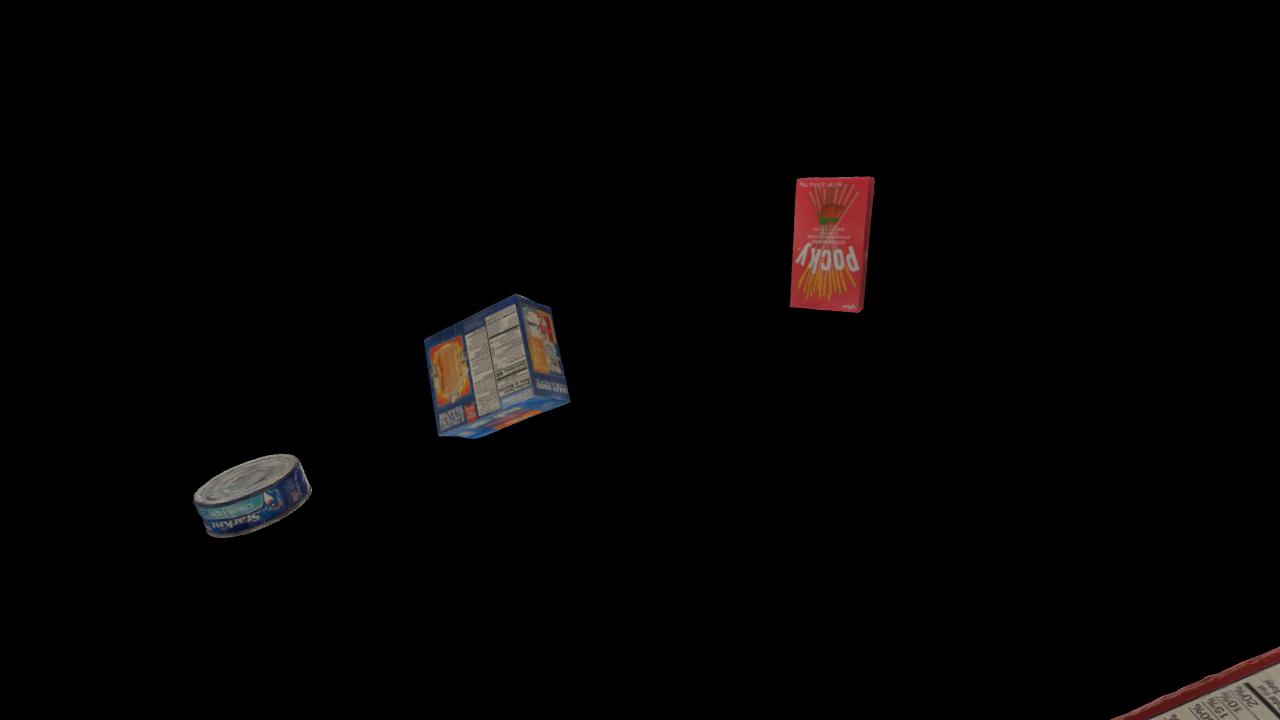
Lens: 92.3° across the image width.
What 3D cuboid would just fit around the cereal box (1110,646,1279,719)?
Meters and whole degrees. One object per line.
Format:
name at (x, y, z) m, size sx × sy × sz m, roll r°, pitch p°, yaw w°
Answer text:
cereal box at (0.195, 0.176, 0.198) m, size 0.306 × 0.203 × 0.081 m, roll -33°, pitch 36°, yaw 10°

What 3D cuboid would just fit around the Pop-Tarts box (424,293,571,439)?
Pop-Tarts box at (-0.193, 0.013, 0.822) m, size 0.167 × 0.141 × 0.083 m, roll -22°, pitch -19°, yaw 24°

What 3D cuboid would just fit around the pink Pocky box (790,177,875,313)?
pink Pocky box at (0.224, -0.135, 0.725) m, size 0.084 × 0.155 × 0.029 m, roll 8°, pitch 18°, yaw 29°

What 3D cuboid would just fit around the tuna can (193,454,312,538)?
tuna can at (-0.337, 0.116, 0.537) m, size 0.084 × 0.034 × 0.084 m, roll -9°, pitch 20°, yaw 3°
